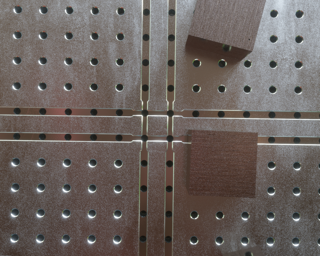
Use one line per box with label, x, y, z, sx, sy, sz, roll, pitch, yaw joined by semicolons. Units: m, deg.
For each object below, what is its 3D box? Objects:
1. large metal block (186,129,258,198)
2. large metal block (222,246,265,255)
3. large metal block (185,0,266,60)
large metal block;0.077;0.043;0.401;0.080;0.050;0.080;3;90;0
large metal block;0.119;0.207;0.387;0.050;0.080;0.080;-13;90;0
large metal block;0.084;-0.142;0.401;0.080;0.050;0.080;15;90;0
